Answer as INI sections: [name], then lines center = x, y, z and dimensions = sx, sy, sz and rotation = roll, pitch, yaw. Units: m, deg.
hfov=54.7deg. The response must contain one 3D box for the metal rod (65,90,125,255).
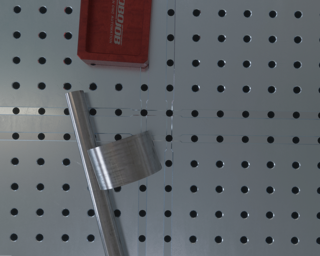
[metal rod]
center = -0.078, 0.098, 0.412
dimensions = 0.025, 0.025, 0.298
rotation = -14, 90, 0

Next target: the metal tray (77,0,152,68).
[metal tray]
center = -0.057, -0.150, 0.410
dimensions = 0.091, 0.030, 0.129
rotation = 4, 90, 0

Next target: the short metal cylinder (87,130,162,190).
[short metal cylinder]
center = -0.043, 0.039, 0.386
dimensions = 0.080, 0.080, 0.050
rotation = -18, 90, 0
